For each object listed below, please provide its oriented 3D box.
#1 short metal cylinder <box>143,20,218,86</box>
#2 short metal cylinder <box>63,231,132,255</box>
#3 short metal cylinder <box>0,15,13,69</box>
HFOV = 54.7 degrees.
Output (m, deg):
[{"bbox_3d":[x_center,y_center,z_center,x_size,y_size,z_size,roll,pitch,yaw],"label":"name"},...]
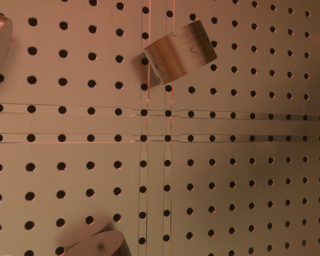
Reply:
[{"bbox_3d":[0.026,-0.094,0.393,0.080,0.080,0.050,-30,100,-18],"label":"short metal cylinder"},{"bbox_3d":[-0.070,0.163,0.358,0.081,0.080,0.050,-23,98,-19],"label":"short metal cylinder"},{"bbox_3d":[-0.190,-0.083,0.313,0.050,0.080,0.080,21,83,-19],"label":"short metal cylinder"}]
